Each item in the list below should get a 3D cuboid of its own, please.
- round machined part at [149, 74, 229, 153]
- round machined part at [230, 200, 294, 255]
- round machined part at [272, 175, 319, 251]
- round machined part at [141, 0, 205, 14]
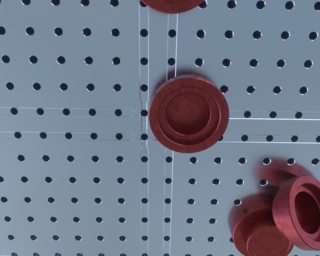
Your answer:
[{"bbox_3d":[0.035,-0.020,0.397,0.099,0.042,0.097,0,110,0],"label":"round machined part"},{"bbox_3d":[0.159,0.161,0.464,0.099,0.042,0.097,0,110,0],"label":"round machined part"},{"bbox_3d":[0.196,0.118,0.430,0.098,0.098,0.042,38,146,-13],"label":"round machined part"},{"bbox_3d":[0.013,-0.177,0.339,0.099,0.042,0.097,0,110,0],"label":"round machined part"}]
